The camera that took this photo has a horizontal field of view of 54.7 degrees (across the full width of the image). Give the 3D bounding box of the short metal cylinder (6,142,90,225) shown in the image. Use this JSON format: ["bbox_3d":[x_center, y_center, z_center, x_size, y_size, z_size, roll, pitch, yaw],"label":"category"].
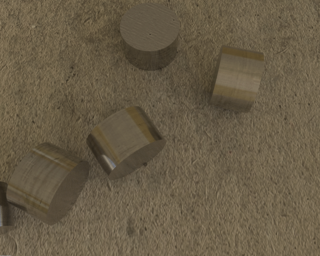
[{"bbox_3d":[-0.125,0.063,0.355,0.050,0.080,0.080,25,72,9],"label":"short metal cylinder"}]

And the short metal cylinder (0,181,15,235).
[{"bbox_3d":[-0.208,0.096,0.342,0.080,0.080,0.050,-16,71,-6],"label":"short metal cylinder"}]

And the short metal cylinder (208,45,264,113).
[{"bbox_3d":[0.097,-0.063,0.402,0.050,0.080,0.080,12,71,4],"label":"short metal cylinder"}]

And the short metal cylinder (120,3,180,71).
[{"bbox_3d":[-0.014,-0.129,0.442,0.081,0.050,0.080,0,70,0],"label":"short metal cylinder"}]

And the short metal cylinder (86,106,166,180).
[{"bbox_3d":[-0.040,0.019,0.372,0.080,0.080,0.050,-32,74,-11],"label":"short metal cylinder"}]
